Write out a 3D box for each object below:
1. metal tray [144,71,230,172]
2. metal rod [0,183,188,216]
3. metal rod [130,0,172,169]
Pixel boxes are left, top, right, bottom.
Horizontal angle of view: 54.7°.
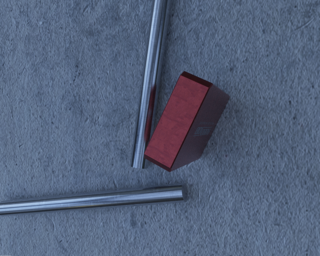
[{"bbox_3d":[0.036,-0.006,0.340,0.030,0.130,0.090,28,99,17],"label":"metal tray"},{"bbox_3d":[-0.109,0.105,0.445,0.301,0.025,0.025,-9,87,19],"label":"metal rod"},{"bbox_3d":[-0.007,-0.095,0.410,0.025,0.025,0.298,9,93,19],"label":"metal rod"}]
